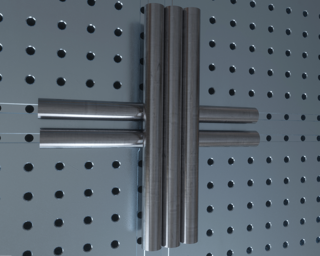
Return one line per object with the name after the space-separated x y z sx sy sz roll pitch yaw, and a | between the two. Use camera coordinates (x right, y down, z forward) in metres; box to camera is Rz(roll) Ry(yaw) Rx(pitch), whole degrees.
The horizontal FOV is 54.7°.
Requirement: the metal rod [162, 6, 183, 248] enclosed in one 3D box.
0.015 -0.002 0.393 0.025 0.025 0.298 1 90 -20 | metal rod

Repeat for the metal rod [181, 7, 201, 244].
0.038 -0.003 0.402 0.025 0.025 0.298 1 90 -20 | metal rod

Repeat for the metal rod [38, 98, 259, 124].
0.000 -0.020 0.414 0.303 0.025 0.025 1 90 -21 | metal rod

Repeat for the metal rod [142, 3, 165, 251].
-0.009 -0.001 0.384 0.025 0.025 0.298 1 90 -20 | metal rod

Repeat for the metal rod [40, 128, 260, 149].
0.001 0.014 0.414 0.303 0.025 0.025 1 90 -21 | metal rod
